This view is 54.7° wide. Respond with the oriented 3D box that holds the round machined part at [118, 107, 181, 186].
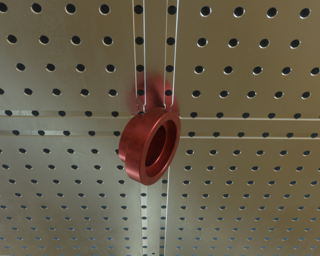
[{"bbox_3d":[-0.015,0.020,0.392,0.042,0.098,0.097,20,135,25],"label":"round machined part"}]
